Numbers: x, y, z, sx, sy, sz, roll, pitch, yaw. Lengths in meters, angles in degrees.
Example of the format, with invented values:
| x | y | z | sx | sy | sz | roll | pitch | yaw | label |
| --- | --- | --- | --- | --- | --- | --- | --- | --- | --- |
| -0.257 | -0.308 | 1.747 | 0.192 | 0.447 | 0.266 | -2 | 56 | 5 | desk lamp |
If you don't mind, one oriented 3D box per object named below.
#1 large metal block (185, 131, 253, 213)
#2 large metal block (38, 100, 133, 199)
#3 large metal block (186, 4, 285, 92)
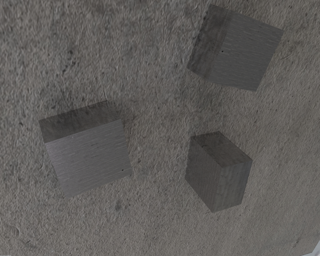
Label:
| x | y | z | sx | sy | sz | roll | pitch | yaw | label |
| --- | --- | --- | --- | --- | --- | --- | --- | --- | --- |
| 0.082 | 0.062 | 0.454 | 0.050 | 0.080 | 0.079 | -10 | 123 | -23 | large metal block |
| -0.084 | 0.023 | 0.359 | 0.081 | 0.050 | 0.079 | -19 | 126 | -17 | large metal block |
| 0.091 | -0.096 | 0.381 | 0.081 | 0.050 | 0.079 | 6 | 116 | -31 | large metal block |
